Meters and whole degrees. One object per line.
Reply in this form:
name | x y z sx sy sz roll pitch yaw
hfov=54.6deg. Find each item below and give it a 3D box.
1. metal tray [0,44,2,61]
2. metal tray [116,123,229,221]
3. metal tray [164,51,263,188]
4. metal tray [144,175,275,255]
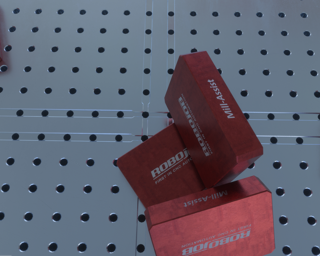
metal tray | -0.294 -0.150 0.462 0.090 0.030 0.130 -15 71 -6
metal tray | 0.023 0.045 0.393 0.131 0.030 0.090 -33 73 -11
metal tray | 0.051 -0.007 0.342 0.030 0.090 0.130 -16 66 -20
metal tray | 0.057 0.112 0.339 0.131 0.030 0.090 -15 115 -6
